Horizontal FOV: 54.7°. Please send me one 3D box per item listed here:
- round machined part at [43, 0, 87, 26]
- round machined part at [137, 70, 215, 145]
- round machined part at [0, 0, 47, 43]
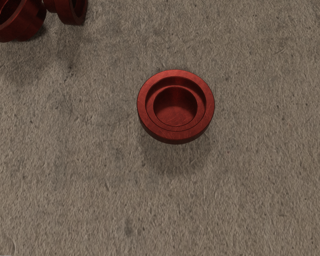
[{"bbox_3d":[-0.136,-0.198,0.440,0.042,0.098,0.098,4,70,1],"label":"round machined part"},{"bbox_3d":[0.020,-0.024,0.408,0.099,0.042,0.098,0,70,-1],"label":"round machined part"},{"bbox_3d":[-0.202,-0.163,0.442,0.098,0.042,0.098,-12,64,27],"label":"round machined part"}]
